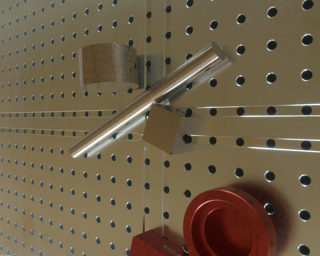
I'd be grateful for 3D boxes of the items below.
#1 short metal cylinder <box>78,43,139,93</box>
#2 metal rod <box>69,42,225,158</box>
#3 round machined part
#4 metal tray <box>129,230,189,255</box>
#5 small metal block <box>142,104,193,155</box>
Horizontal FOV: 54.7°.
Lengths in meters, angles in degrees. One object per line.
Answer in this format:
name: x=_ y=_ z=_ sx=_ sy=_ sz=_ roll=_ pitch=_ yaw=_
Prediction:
short metal cylinder: x=-0.071 y=-0.080 z=0.430 sx=0.080 sy=0.081 sz=0.050 roll=-6 pitch=86 yaw=39
metal rod: x=-0.038 y=-0.024 z=0.438 sx=0.299 sy=0.025 sz=0.025 roll=-31 pitch=71 yaw=35
round machined part: x=0.077 y=0.112 z=0.334 sx=0.098 sy=0.042 sz=0.097 roll=0 pitch=90 yaw=39
metal tray: x=0.013 y=0.202 z=0.393 sx=0.130 sy=0.030 sz=0.089 roll=19 pitch=102 yaw=38
small metal block: x=0.009 y=0.001 z=0.400 sx=0.050 sy=0.025 sz=0.050 roll=27 pitch=107 yaw=36
